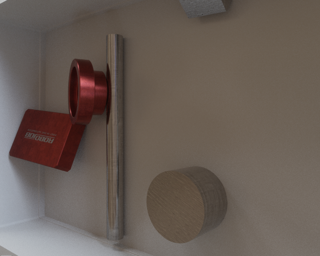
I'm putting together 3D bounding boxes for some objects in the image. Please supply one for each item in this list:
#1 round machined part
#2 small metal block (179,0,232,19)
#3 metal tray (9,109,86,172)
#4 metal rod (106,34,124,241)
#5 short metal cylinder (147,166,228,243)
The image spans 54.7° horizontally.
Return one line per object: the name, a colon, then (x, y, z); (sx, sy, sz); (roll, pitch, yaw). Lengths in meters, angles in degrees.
round machined part: (-0.109, -0.053, 0.468); (0.098, 0.042, 0.097); (180, 90, -64)
small metal block: (0.047, -0.155, 0.347); (0.050, 0.050, 0.025); (4, 57, 39)
metal tray: (-0.195, 0.018, 0.533); (0.130, 0.030, 0.090); (8, 75, 33)
metal rod: (-0.067, 0.013, 0.459); (0.025, 0.025, 0.298); (0, 90, 39)
short metal cylinder: (0.031, 0.087, 0.363); (0.080, 0.050, 0.079); (0, 90, 39)
